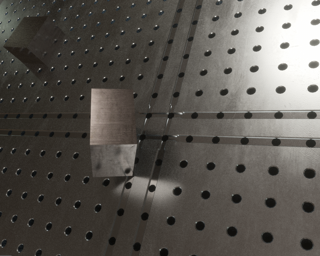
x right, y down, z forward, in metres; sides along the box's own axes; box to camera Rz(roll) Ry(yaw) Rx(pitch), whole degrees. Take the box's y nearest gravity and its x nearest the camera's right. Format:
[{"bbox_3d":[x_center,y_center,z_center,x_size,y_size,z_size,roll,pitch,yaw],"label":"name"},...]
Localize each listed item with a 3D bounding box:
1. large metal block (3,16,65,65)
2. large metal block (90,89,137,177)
[{"bbox_3d":[-0.257,-0.180,0.634,0.080,0.050,0.080,12,68,32],"label":"large metal block"},{"bbox_3d":[-0.059,0.007,0.389,0.050,0.080,0.080,0,56,-10],"label":"large metal block"}]
